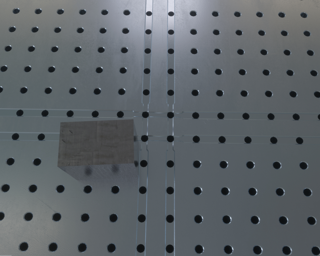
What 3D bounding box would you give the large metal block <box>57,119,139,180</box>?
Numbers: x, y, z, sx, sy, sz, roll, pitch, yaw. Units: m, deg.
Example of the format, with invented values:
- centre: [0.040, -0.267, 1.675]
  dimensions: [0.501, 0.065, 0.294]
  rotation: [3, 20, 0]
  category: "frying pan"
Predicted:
- centre: [-0.068, 0.029, 0.372]
  dimensions: [0.080, 0.080, 0.050]
  rotation: [-2, 70, -1]
  category: "large metal block"
